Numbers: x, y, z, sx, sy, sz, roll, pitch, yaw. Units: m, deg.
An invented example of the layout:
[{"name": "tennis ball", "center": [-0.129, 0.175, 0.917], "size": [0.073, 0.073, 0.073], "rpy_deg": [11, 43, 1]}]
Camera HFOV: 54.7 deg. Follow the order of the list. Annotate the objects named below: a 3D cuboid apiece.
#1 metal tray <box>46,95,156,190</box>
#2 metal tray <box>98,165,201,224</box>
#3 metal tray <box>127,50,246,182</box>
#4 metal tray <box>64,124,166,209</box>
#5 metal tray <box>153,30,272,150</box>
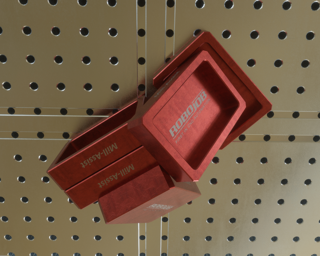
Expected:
[{"name": "metal tray", "center": [-0.067, 0.015, 0.383], "size": [0.130, 0.090, 0.030], "rpy_deg": [-31, 108, 10]}, {"name": "metal tray", "center": [-0.007, 0.089, 0.397], "size": [0.090, 0.130, 0.030], "rpy_deg": [-31, 66, 11]}, {"name": "metal tray", "center": [0.036, -0.015, 0.348], "size": [0.090, 0.030, 0.130], "rpy_deg": [49, 58, -16]}, {"name": "metal tray", "center": [-0.049, 0.039, 0.391], "size": [0.130, 0.090, 0.030], "rpy_deg": [-31, 108, 10]}, {"name": "metal tray", "center": [0.066, -0.046, 0.394], "size": [0.090, 0.030, 0.130], "rpy_deg": [-42, 105, 13]}]
